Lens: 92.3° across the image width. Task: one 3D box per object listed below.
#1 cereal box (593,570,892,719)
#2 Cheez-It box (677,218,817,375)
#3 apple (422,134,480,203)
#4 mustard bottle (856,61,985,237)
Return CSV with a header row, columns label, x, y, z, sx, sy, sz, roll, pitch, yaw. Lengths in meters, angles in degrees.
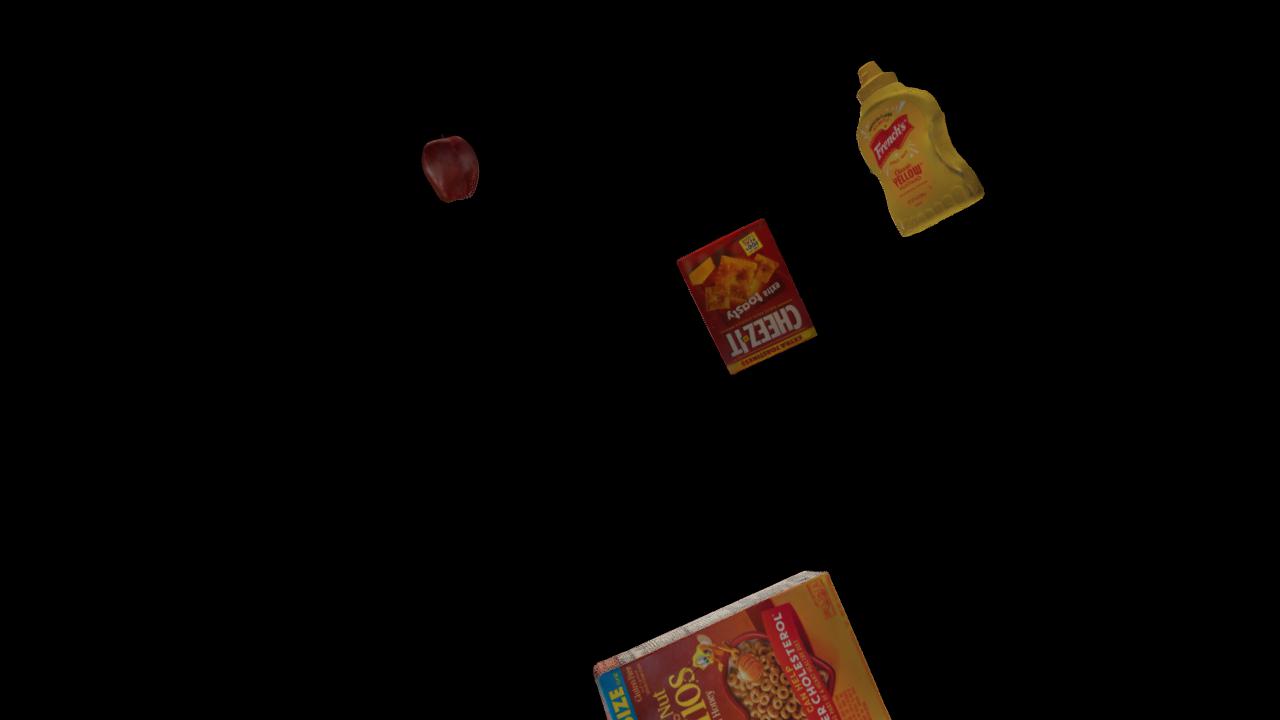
label,x,y,z,sx,sy,sz,roll,pitch,yaw
cereal box,0.120,0.402,0.719,0.306,0.203,0.081,-18,-13,-14
Cheez-It box,0.183,-0.109,1.067,0.166,0.223,0.071,-25,8,11
apple,-0.272,-0.277,0.885,0.079,0.093,0.079,-12,17,4
mustard bottle,0.277,-0.229,0.645,0.054,0.184,0.092,-23,-4,-26
